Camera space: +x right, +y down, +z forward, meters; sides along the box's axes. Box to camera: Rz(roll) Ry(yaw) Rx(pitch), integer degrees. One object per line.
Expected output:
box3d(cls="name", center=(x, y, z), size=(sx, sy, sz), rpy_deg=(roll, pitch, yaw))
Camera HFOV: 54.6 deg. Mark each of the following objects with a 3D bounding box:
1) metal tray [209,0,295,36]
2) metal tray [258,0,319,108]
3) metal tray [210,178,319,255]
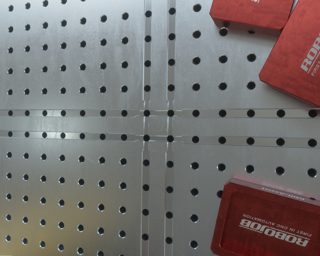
box3d(cls="metal tray", center=(0.121, -0.183, 0.367), size=(0.090, 0.030, 0.129), rpy_deg=(17, 96, 19))
box3d(cls="metal tray", center=(0.176, -0.090, 0.323), size=(0.090, 0.030, 0.129), rpy_deg=(34, 106, 31))
box3d(cls="metal tray", center=(0.133, 0.120, 0.362), size=(0.130, 0.030, 0.090), rpy_deg=(13, 94, 19))
